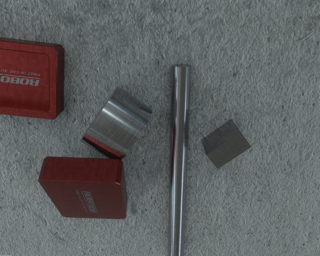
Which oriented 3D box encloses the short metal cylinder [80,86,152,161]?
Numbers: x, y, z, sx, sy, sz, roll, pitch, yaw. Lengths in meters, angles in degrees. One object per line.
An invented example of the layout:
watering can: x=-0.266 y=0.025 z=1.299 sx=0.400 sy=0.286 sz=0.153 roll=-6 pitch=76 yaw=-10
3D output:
short metal cylinder: x=-0.053 y=-0.004 z=0.378 sx=0.050 sy=0.080 sz=0.080 roll=34 pitch=106 yaw=-12

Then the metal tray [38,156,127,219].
metal tray: x=-0.091 y=0.082 z=0.398 sx=0.091 sy=0.030 sz=0.129 roll=2 pitch=146 yaw=-1

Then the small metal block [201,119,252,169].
small metal block: x=0.085 y=0.020 z=0.405 sx=0.050 sy=0.050 sz=0.025 roll=-36 pitch=107 yaw=12

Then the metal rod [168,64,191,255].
metal rod: x=0.025 y=0.063 z=0.433 sx=0.025 sy=0.025 sz=0.298 roll=0 pitch=110 yaw=-1

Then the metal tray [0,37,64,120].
metal tray: x=-0.188 y=-0.063 z=0.381 sx=0.131 sy=0.030 sz=0.089 roll=6 pitch=110 yaw=-3
